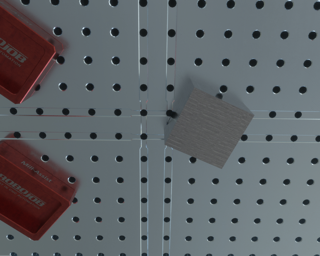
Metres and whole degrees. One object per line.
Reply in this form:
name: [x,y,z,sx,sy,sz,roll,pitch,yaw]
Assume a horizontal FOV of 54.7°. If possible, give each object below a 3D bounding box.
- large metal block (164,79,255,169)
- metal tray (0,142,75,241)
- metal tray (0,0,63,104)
large metal block: [0.059,-0.006,0.398,0.080,0.050,0.080,24,108,-9]
metal tray: [-0.201,0.092,0.442,0.130,0.030,0.090,39,105,-13]
metal tray: [-0.198,-0.102,0.371,0.130,0.030,0.090,37,106,-13]
